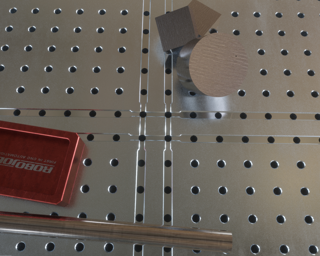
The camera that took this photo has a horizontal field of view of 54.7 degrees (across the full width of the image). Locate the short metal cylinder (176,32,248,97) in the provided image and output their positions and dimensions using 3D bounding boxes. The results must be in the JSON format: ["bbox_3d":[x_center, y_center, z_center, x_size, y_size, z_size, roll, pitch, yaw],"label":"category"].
[{"bbox_3d":[0.068,-0.082,0.411,0.081,0.050,0.079,-3,100,-15],"label":"short metal cylinder"}]

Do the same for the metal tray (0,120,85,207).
[{"bbox_3d":[-0.172,0.043,0.391,0.131,0.030,0.090,9,70,3],"label":"metal tray"}]

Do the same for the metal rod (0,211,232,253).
[{"bbox_3d":[-0.068,0.121,0.366,0.302,0.025,0.025,5,70,1],"label":"metal rod"}]

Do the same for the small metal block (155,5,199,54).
[{"bbox_3d":[0.026,-0.140,0.445,0.050,0.025,0.050,-13,93,20],"label":"small metal block"}]

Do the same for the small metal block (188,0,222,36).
[{"bbox_3d":[0.057,-0.160,0.471,0.050,0.025,0.050,35,73,11],"label":"small metal block"}]
